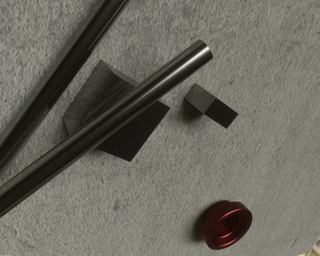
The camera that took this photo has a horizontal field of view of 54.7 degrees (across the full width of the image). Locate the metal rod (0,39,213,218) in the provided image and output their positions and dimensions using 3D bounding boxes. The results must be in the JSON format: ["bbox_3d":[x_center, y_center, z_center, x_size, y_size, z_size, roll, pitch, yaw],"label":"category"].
[{"bbox_3d":[-0.073,0.010,0.309,0.301,0.025,0.025,-37,130,-3],"label":"metal rod"}]

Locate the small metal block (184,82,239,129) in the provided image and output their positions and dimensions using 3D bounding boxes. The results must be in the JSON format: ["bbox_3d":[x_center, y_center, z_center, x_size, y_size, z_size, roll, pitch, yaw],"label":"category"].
[{"bbox_3d":[0.068,-0.030,0.411,0.050,0.050,0.025,28,103,-38],"label":"small metal block"}]

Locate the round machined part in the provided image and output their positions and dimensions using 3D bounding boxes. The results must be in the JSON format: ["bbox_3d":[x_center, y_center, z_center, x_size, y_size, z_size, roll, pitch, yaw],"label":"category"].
[{"bbox_3d":[0.117,0.173,0.570,0.099,0.042,0.097,-14,125,-21],"label":"round machined part"}]

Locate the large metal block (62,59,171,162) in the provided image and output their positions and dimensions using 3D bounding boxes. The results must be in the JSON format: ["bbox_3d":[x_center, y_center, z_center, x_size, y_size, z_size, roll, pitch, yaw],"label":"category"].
[{"bbox_3d":[-0.050,-0.018,0.353,0.080,0.050,0.080,28,103,-38],"label":"large metal block"}]

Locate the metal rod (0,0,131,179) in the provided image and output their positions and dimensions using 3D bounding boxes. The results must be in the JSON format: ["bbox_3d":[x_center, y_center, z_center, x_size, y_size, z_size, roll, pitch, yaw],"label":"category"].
[{"bbox_3d":[-0.105,-0.051,0.318,0.025,0.025,0.299,32,100,-39],"label":"metal rod"}]
